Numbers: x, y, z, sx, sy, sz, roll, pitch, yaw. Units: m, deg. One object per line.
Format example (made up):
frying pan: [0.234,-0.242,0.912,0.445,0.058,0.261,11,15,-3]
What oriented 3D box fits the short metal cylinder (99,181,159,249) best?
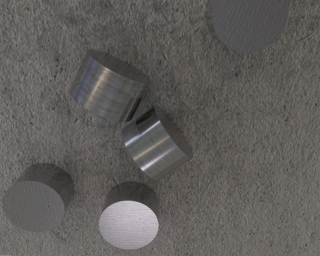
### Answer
short metal cylinder: [-0.042,0.124,0.441,0.081,0.050,0.079,0,110,0]

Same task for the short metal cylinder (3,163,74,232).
short metal cylinder: [-0.166,0.096,0.430,0.081,0.050,0.079,0,110,0]

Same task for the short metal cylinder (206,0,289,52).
short metal cylinder: [0.095,-0.129,0.349,0.081,0.050,0.079,0,110,0]

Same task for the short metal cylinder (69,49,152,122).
short metal cylinder: [-0.057,-0.050,0.361,0.080,0.080,0.050,27,108,-10]

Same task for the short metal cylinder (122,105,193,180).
short metal cylinder: [-0.002,0.018,0.387,0.050,0.080,0.080,-36,106,12]
